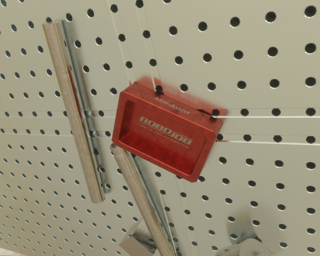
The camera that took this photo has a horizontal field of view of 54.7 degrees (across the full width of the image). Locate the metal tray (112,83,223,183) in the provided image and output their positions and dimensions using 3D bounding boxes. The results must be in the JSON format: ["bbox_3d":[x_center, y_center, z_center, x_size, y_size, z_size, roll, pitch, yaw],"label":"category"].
[{"bbox_3d":[0.005,0.007,0.408,0.130,0.030,0.089,25,127,12],"label":"metal tray"}]

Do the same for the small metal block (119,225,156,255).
[{"bbox_3d":[-0.038,0.211,0.560,0.050,0.025,0.050,42,129,-2],"label":"small metal block"}]

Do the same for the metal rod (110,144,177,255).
[{"bbox_3d":[-0.012,0.153,0.510,0.025,0.025,0.298,-8,115,31],"label":"metal rod"}]

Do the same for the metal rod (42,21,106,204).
[{"bbox_3d":[-0.123,-0.006,0.470,0.025,0.025,0.298,7,122,24],"label":"metal rod"}]

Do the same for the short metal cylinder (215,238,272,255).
[{"bbox_3d":[0.122,0.204,0.437,0.080,0.080,0.050,46,129,-4],"label":"short metal cylinder"}]
